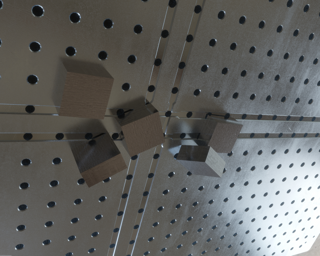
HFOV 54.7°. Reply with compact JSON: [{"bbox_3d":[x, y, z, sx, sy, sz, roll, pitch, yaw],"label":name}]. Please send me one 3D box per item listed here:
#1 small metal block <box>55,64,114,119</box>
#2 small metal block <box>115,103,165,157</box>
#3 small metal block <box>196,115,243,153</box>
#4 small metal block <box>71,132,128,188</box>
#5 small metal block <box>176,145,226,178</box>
[{"bbox_3d":[-0.084,-0.039,0.342,0.050,0.025,0.050,5,116,-31],"label":"small metal block"},{"bbox_3d":[-0.025,0.003,0.401,0.050,0.025,0.050,-23,127,-15],"label":"small metal block"},{"bbox_3d":[0.090,0.010,0.469,0.050,0.025,0.050,5,116,-31],"label":"small metal block"},{"bbox_3d":[-0.075,0.038,0.379,0.050,0.050,0.025,-27,128,-12],"label":"small metal block"},{"bbox_3d":[0.061,0.049,0.457,0.050,0.050,0.025,43,59,-40],"label":"small metal block"}]
